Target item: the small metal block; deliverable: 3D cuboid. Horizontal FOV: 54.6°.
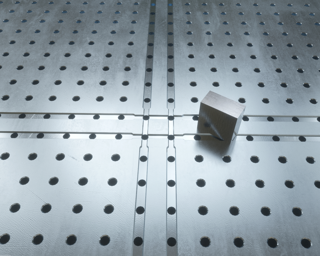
[{"bbox_3d":[0.079,-0.014,0.404,0.050,0.050,0.025,27,55,21],"label":"small metal block"}]
